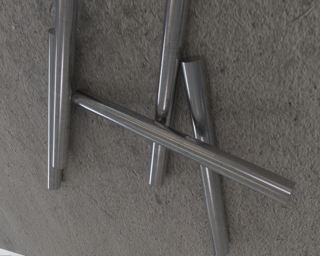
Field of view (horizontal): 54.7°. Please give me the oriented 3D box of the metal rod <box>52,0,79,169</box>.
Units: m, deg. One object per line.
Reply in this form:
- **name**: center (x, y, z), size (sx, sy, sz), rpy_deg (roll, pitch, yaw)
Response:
- **metal rod**: center (-0.132, -0.056, 0.423), size (0.025, 0.025, 0.298), rpy_deg (25, 127, 12)

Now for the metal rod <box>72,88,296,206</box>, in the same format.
- **metal rod**: center (0.006, 0.010, 0.370), size (0.300, 0.025, 0.025), rpy_deg (24, 128, 28)

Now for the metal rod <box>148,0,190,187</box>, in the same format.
- **metal rod**: center (0.009, -0.045, 0.374), size (0.025, 0.025, 0.298), rpy_deg (18, 126, 17)

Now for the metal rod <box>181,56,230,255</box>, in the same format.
- **metal rod**: center (0.064, 0.055, 0.406), size (0.025, 0.025, 0.298), rpy_deg (2, 120, 27)

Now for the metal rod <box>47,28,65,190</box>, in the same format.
- **metal rod**: center (-0.164, -0.009, 0.487), size (0.025, 0.025, 0.298), rpy_deg (25, 128, 12)
